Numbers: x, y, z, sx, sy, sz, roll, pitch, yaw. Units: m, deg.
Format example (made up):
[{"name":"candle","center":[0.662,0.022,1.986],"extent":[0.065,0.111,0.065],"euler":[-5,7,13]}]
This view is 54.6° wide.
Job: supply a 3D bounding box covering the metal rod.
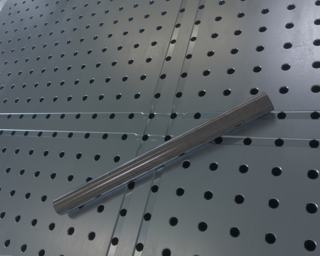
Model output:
[{"name":"metal rod","center":[-0.004,0.037,0.388],"extent":[0.300,0.025,0.025],"euler":[-28,52,10]}]
